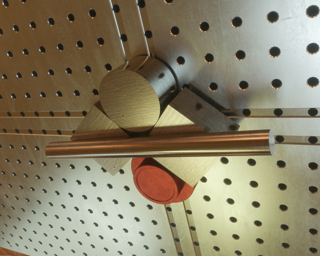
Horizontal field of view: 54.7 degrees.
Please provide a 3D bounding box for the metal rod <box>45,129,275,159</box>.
[{"bbox_3d":[-0.024,0.023,0.366,0.300,0.025,0.025,-4,116,30],"label":"metal rod"}]

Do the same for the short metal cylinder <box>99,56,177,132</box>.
[{"bbox_3d":[-0.026,-0.042,0.378,0.080,0.050,0.079,13,124,21],"label":"short metal cylinder"}]

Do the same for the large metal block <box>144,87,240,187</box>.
[{"bbox_3d":[0.035,0.012,0.375,0.080,0.050,0.079,36,130,4],"label":"large metal block"}]

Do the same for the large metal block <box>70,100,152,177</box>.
[{"bbox_3d":[-0.064,0.007,0.428,0.080,0.050,0.080,42,129,-3],"label":"large metal block"}]

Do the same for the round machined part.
[{"bbox_3d":[0.002,0.068,0.436,0.098,0.042,0.097,13,124,21],"label":"round machined part"}]
